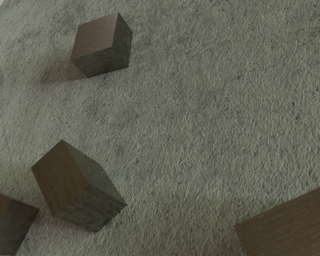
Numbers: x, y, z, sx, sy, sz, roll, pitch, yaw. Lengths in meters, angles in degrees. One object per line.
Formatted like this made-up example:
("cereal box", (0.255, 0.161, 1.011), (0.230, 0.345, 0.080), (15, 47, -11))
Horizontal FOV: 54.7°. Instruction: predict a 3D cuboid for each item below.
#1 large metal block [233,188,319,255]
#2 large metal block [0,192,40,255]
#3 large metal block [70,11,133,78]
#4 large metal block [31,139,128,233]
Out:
("large metal block", (0.120, 0.108, 0.258), (0.080, 0.050, 0.080), (-28, 52, 10))
("large metal block", (-0.229, 0.132, 0.427), (0.080, 0.050, 0.080), (10, 67, 32))
("large metal block", (-0.097, -0.140, 0.524), (0.080, 0.050, 0.080), (-10, 57, 22))
("large metal block", (-0.097, 0.071, 0.376), (0.050, 0.080, 0.080), (-43, 51, -1))
